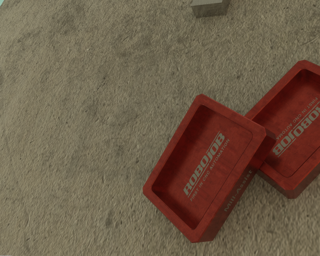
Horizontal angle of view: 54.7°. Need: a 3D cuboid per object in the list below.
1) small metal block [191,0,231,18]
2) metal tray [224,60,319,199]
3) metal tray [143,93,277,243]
[{"bbox_3d":[0.082,-0.202,0.485,0.050,0.025,0.050,6,65,31],"label":"small metal block"},{"bbox_3d":[0.144,-0.003,0.326,0.130,0.030,0.090,-45,51,-4],"label":"metal tray"},{"bbox_3d":[0.047,0.040,0.325,0.090,0.030,0.129,36,100,39],"label":"metal tray"}]
